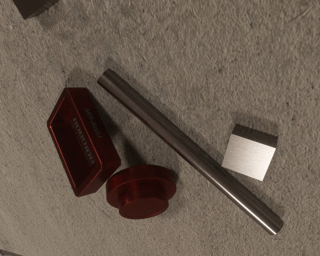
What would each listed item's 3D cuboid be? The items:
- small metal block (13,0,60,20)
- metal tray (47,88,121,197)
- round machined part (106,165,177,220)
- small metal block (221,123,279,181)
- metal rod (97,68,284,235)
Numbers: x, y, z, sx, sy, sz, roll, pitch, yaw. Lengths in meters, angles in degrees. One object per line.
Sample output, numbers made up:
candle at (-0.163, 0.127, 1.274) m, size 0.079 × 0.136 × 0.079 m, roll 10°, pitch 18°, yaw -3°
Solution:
small metal block at (-0.159, -0.170, 0.383) m, size 0.050 × 0.025 × 0.050 m, roll -16°, pitch 110°, yaw 34°
metal tray at (-0.111, 0.019, 0.433) m, size 0.090 × 0.030 × 0.130 m, roll -47°, pitch 63°, yaw 39°
round machined part at (-0.025, 0.095, 0.433) m, size 0.099 × 0.042 × 0.097 m, roll -8°, pitch 143°, yaw -6°
small metal block at (0.106, 0.029, 0.368) m, size 0.050 × 0.025 × 0.050 m, roll 19°, pitch 126°, yaw 16°
metal rod at (0.040, 0.031, 0.404) m, size 0.300 × 0.025 × 0.025 m, roll 41°, pitch 129°, yaw -1°
